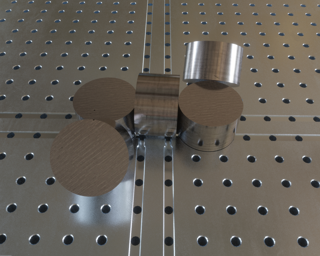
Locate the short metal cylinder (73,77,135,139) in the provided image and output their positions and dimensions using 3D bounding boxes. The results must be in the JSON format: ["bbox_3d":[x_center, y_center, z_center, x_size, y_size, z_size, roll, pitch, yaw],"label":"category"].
[{"bbox_3d":[-0.069,-0.021,0.407,0.081,0.050,0.080,0,50,0],"label":"short metal cylinder"}]

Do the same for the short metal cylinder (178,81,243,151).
[{"bbox_3d":[0.063,-0.016,0.405,0.081,0.050,0.080,0,50,0],"label":"short metal cylinder"}]

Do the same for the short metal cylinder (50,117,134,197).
[{"bbox_3d":[-0.071,0.029,0.339,0.081,0.050,0.079,0,94,1],"label":"short metal cylinder"}]

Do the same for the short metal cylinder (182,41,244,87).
[{"bbox_3d":[0.075,-0.088,0.438,0.080,0.080,0.050,7,92,5],"label":"short metal cylinder"}]

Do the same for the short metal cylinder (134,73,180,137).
[{"bbox_3d":[-0.002,-0.029,0.396,0.050,0.080,0.080,4,50,3],"label":"short metal cylinder"}]
